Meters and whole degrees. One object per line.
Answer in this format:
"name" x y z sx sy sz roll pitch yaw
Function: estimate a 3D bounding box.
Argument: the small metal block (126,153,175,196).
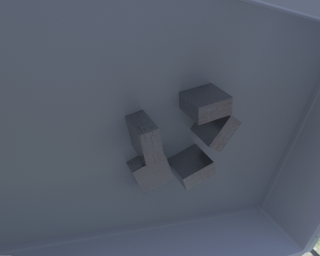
"small metal block" -0.013 0.060 0.439 0.050 0.025 0.050 -29 128 -10

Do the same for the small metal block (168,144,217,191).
"small metal block" 0.046 0.056 0.452 0.050 0.050 0.025 -28 128 -11

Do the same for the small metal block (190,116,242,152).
"small metal block" 0.077 -0.003 0.432 0.025 0.050 0.050 24 105 -37

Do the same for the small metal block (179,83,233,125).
"small metal block" 0.059 -0.033 0.404 0.050 0.050 0.025 -18 126 -18

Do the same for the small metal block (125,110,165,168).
"small metal block" -0.019 0.013 0.390 0.025 0.050 0.050 -22 127 -16
